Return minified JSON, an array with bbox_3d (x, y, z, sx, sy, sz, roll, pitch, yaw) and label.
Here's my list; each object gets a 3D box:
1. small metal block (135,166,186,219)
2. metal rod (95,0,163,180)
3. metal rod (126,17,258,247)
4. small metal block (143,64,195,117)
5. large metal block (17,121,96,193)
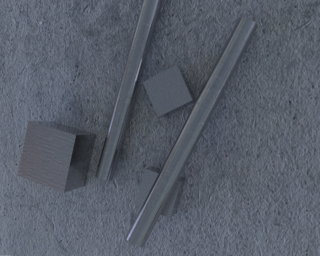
[{"bbox_3d":[0.001,0.083,0.408,0.050,0.025,0.050,17,96,18],"label":"small metal block"},{"bbox_3d":[-0.037,-0.074,0.421,0.025,0.025,0.298,18,96,19],"label":"metal rod"},{"bbox_3d":[0.038,0.006,0.376,0.025,0.025,0.299,28,92,17],"label":"metal rod"},{"bbox_3d":[0.013,-0.047,0.404,0.050,0.025,0.050,-25,82,18],"label":"small metal block"},{"bbox_3d":[-0.148,0.038,0.446,0.080,0.050,0.079,15,95,19],"label":"large metal block"}]
